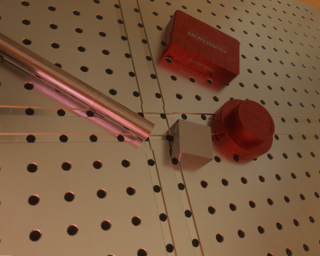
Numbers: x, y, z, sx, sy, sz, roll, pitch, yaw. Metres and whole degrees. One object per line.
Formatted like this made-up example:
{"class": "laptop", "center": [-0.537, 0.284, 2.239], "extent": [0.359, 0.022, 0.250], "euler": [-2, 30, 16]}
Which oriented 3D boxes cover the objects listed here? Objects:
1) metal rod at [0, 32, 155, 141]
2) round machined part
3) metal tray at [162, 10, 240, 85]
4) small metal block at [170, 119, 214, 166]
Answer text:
{"class": "metal rod", "center": [-0.141, -0.070, 0.375], "extent": [0.301, 0.025, 0.025], "euler": [31, 52, -9]}
{"class": "round machined part", "center": [0.135, -0.004, 0.475], "extent": [0.099, 0.042, 0.098], "euler": [14, 56, -21]}
{"class": "metal tray", "center": [0.074, -0.139, 0.532], "extent": [0.131, 0.030, 0.090], "euler": [21, 54, -16]}
{"class": "small metal block", "center": [0.043, 0.020, 0.421], "extent": [0.050, 0.025, 0.050], "euler": [14, 56, -21]}
